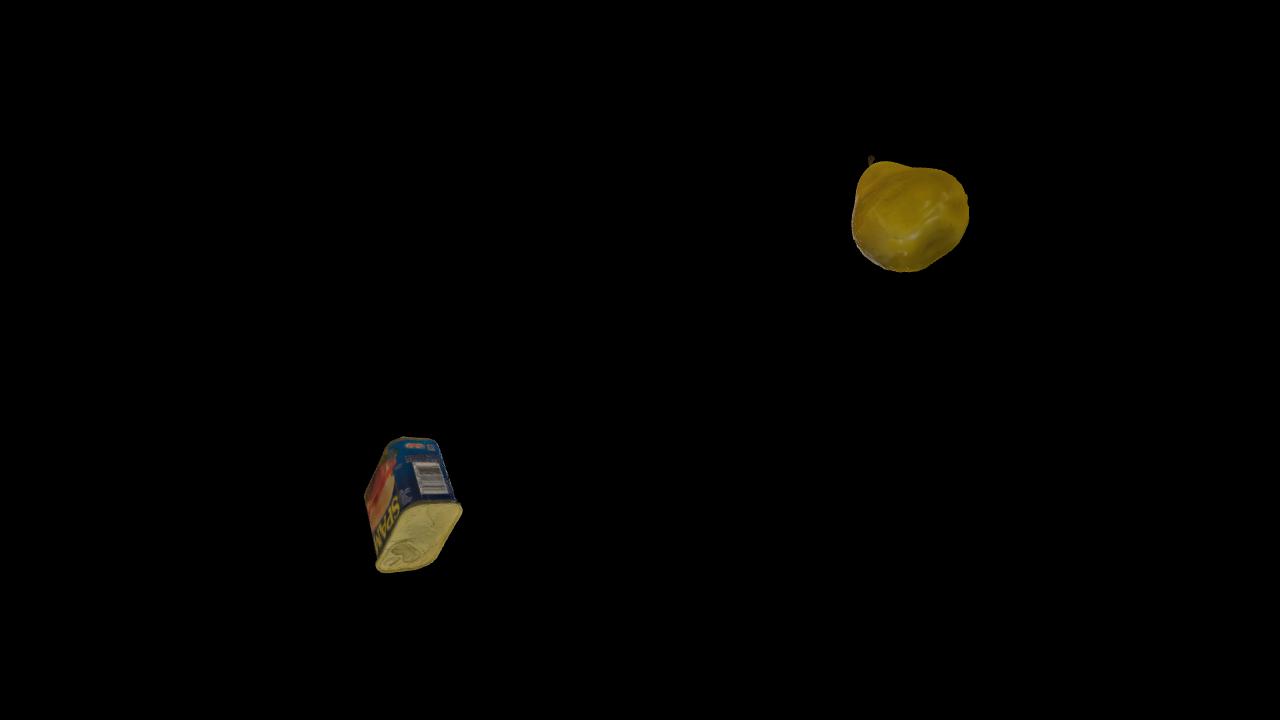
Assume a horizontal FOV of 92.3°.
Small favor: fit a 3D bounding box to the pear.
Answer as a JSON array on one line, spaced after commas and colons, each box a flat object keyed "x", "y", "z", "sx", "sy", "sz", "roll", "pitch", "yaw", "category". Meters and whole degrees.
[{"x": 0.190, "y": -0.120, "z": 0.468, "sx": 0.080, "sy": 0.080, "sz": 0.111, "roll": 0, "pitch": 44, "yaw": -30, "category": "pear"}]

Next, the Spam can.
[{"x": -0.219, "y": 0.136, "z": 0.587, "sx": 0.058, "sy": 0.101, "sz": 0.085, "roll": 10, "pitch": 35, "yaw": -41, "category": "Spam can"}]
